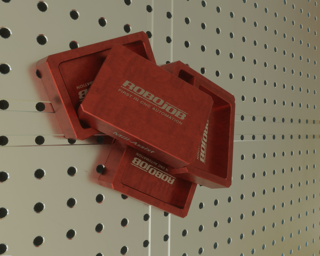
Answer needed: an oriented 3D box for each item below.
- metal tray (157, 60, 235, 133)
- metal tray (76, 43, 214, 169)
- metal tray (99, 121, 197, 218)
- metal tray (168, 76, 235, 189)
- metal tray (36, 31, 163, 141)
[{"bbox_3d":[0.050,-0.027,0.445,0.131,0.030,0.090,24,75,-36],"label":"metal tray"},{"bbox_3d":[-0.012,-0.023,0.342,0.131,0.030,0.090,28,63,-13],"label":"metal tray"},{"bbox_3d":[-0.004,0.054,0.402,0.130,0.030,0.090,33,70,-35],"label":"metal tray"},{"bbox_3d":[0.060,0.008,0.414,0.090,0.030,0.130,25,63,-37],"label":"metal tray"},{"bbox_3d":[-0.059,-0.051,0.355,0.131,0.030,0.090,-28,107,-36],"label":"metal tray"}]
